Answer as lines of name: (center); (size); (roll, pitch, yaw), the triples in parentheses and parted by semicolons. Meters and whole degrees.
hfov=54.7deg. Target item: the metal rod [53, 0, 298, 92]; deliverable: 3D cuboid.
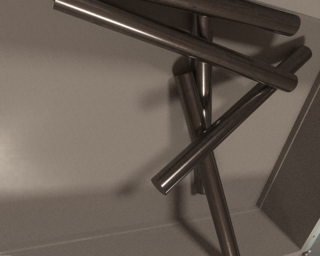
metal rod: (0.039, -0.090, 0.346); (0.302, 0.025, 0.025); (13, 112, -25)

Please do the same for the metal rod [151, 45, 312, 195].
metal rod: (0.106, -0.023, 0.406); (0.301, 0.025, 0.025); (-40, 131, -21)

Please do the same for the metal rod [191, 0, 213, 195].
metal rod: (0.059, -0.021, 0.429); (0.025, 0.025, 0.298); (-19, 126, -18)

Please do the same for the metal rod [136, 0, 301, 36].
metal rod: (0.018, -0.132, 0.311); (0.302, 0.025, 0.025); (4, 117, -22)

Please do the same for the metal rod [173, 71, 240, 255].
metal rod: (0.070, 0.070, 0.423); (0.025, 0.025, 0.298); (-21, 105, -17)
